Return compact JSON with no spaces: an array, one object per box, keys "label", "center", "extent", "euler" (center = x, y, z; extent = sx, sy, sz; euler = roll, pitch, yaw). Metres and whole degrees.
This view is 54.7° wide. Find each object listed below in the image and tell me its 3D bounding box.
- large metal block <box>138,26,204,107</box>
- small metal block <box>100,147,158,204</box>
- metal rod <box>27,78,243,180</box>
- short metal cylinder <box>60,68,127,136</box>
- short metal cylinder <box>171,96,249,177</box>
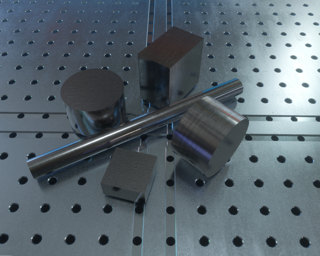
[{"label":"large metal block","center":[0.016,-0.083,0.437],"extent":[0.050,0.080,0.080],"euler":[29,56,22]},{"label":"small metal block","center":[-0.034,0.054,0.357],"extent":[0.050,0.025,0.050],"euler":[12,51,9]},{"label":"metal rod","center":[-0.018,-0.006,0.408],"extent":[0.302,0.025,0.025],"euler":[-23,54,-18]},{"label":"short metal cylinder","center":[-0.086,-0.035,0.415],"extent":[0.081,0.050,0.080],"euler":[0,50,0]},{"label":"short metal cylinder","center":[0.058,0.010,0.359],"extent":[0.050,0.080,0.080],"euler":[36,59,26]}]
